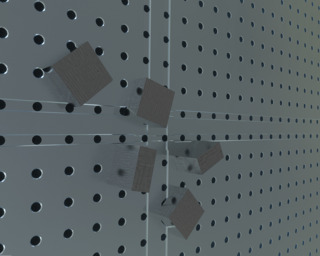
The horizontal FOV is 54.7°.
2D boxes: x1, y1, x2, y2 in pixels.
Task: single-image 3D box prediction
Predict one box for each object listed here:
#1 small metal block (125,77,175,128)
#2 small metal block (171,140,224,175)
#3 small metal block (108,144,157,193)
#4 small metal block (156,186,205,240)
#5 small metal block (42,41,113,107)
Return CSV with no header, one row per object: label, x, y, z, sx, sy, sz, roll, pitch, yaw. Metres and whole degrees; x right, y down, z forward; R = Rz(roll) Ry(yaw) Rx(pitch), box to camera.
small metal block,-0.012,-0.032,0.401,0.050,0.025,0.050,22,76,-38
small metal block,0.053,0.040,0.440,0.050,0.050,0.025,-30,109,-36
small metal block,-0.033,0.047,0.367,0.025,0.050,0.050,17,79,-39
small metal block,0.030,0.119,0.437,0.050,0.025,0.050,-50,120,-29
small metal block,-0.088,-0.058,0.337,0.050,0.025,0.050,-47,118,-30
